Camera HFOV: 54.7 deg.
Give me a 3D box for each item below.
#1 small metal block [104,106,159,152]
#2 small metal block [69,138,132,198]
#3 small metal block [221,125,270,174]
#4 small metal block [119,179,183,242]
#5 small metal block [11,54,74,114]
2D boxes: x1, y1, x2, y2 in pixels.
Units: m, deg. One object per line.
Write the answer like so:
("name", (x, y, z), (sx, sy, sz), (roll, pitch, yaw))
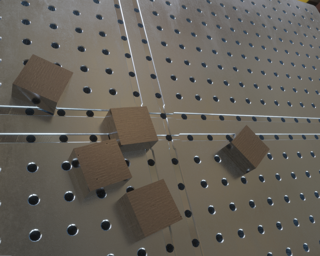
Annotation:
("small metal block", (-0.036, 0.001, 0.389), (0.050, 0.025, 0.050), (-6, 65, -31))
("small metal block", (-0.067, 0.044, 0.346), (0.050, 0.025, 0.050), (-14, 69, -34))
("small metal block", (0.127, 0.032, 0.460), (0.050, 0.025, 0.050), (47, 51, 4))
("small metal block", (-0.011, 0.091, 0.348), (0.050, 0.025, 0.050), (-15, 70, -34))
("small metal block", (-0.138, -0.052, 0.366), (0.050, 0.025, 0.050), (24, 53, -14))
